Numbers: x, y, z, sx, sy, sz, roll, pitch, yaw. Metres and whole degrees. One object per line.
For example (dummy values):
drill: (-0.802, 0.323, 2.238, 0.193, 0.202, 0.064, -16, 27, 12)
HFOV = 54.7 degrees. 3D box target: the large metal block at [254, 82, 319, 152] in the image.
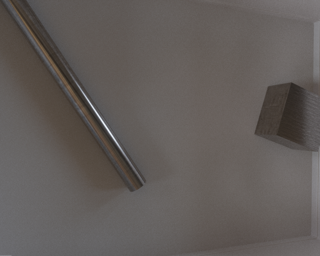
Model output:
large metal block: (0.203, -0.015, 0.474, 0.081, 0.050, 0.080, 20, 83, -19)

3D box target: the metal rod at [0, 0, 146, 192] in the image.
metal rod: (-0.106, -0.050, 0.371, 0.025, 0.025, 0.299, -36, 102, -17)
